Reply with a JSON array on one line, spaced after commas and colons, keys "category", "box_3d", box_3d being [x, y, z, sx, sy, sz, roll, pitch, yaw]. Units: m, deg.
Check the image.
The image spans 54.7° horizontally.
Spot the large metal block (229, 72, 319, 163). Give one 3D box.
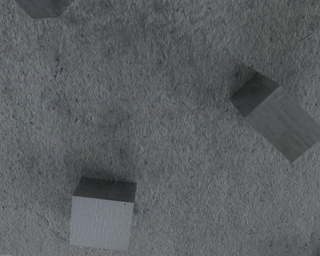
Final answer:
[{"category": "large metal block", "box_3d": [0.138, -0.016, 0.376, 0.080, 0.080, 0.050, 41, 105, -14]}]

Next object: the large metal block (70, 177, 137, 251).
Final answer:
[{"category": "large metal block", "box_3d": [-0.080, 0.121, 0.440, 0.081, 0.050, 0.079, 8, 110, -3]}]

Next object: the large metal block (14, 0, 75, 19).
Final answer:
[{"category": "large metal block", "box_3d": [-0.131, -0.162, 0.319, 0.050, 0.080, 0.080, -40, 106, 13]}]
